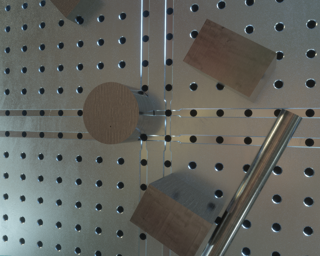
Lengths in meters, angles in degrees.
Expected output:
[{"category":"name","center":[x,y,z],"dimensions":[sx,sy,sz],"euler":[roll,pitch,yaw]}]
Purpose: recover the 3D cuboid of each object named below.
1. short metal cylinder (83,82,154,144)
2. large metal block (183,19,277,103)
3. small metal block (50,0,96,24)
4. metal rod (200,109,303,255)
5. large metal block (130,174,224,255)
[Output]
[{"category":"short metal cylinder","center":[-0.055,-0.019,0.418],"dimensions":[0.080,0.050,0.079],"euler":[0,90,19]},{"category":"large metal block","center":[0.083,-0.073,0.354],"dimensions":[0.080,0.080,0.050],"euler":[33,101,16]},{"category":"small metal block","center":[-0.130,-0.193,0.457],"dimensions":[0.050,0.025,0.050],"euler":[-45,77,14]},{"category":"metal rod","center":[0.088,0.115,0.381],"dimensions":[0.025,0.025,0.298],"euler":[29,99,17]},{"category":"large metal block","center":[0.024,0.103,0.374],"dimensions":[0.080,0.080,0.050],"euler":[30,100,17]}]
